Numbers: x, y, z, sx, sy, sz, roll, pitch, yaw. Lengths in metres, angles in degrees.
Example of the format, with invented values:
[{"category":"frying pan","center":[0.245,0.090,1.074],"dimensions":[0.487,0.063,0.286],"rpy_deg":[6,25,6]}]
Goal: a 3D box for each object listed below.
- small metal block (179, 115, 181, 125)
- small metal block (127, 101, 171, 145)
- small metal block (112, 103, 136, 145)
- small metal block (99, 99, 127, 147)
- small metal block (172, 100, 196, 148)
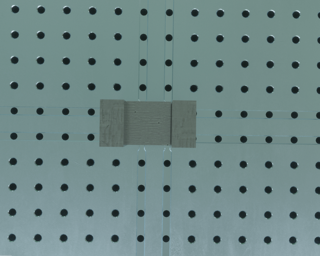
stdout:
[{"category":"small metal block","center":[0.020,-0.004,0.401],"dimensions":[0.025,0.050,0.050],"rpy_deg":[-1,90,0]},{"category":"small metal block","center":[-0.013,-0.006,0.364],"dimensions":[0.050,0.025,0.050],"rpy_deg":[1,90,-1]},{"category":"small metal block","center":[-0.045,-0.005,0.400],"dimensions":[0.025,0.050,0.050],"rpy_deg":[1,90,0]},{"category":"small metal block","center":[-0.051,-0.005,0.349],"dimensions":[0.025,0.050,0.050],"rpy_deg":[1,90,0]},{"category":"small metal block","center":[0.025,-0.004,0.350],"dimensions":[0.025,0.050,0.050],"rpy_deg":[1,90,0]}]
